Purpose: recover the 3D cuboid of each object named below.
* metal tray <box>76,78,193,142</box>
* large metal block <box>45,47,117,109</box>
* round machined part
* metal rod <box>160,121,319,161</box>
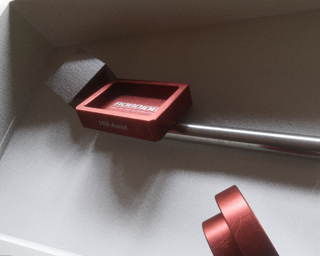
[{"bbox_3d":[-0.035,-0.029,0.410,0.130,0.030,0.090,10,40,34],"label":"metal tray"},{"bbox_3d":[-0.122,-0.072,0.496,0.080,0.050,0.080,-49,52,-7],"label":"large metal block"},{"bbox_3d":[0.070,0.101,0.259,0.042,0.098,0.098,-30,52,5],"label":"round machined part"},{"bbox_3d":[0.036,0.006,0.382,0.300,0.025,0.025,7,65,30],"label":"metal rod"}]
